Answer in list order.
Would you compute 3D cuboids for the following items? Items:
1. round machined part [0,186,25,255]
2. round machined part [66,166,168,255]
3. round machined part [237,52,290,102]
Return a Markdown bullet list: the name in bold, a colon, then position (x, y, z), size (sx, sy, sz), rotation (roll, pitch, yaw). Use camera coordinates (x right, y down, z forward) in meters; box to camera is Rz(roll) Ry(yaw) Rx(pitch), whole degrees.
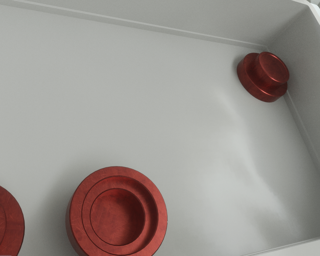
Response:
- **round machined part**: position (-0.164, 0.087, 0.253), size (0.099, 0.042, 0.098), rotation (14, 56, -21)
- **round machined part**: position (-0.045, 0.092, 0.314), size (0.099, 0.042, 0.098), rotation (14, 56, -21)
- **round machined part**: position (0.192, -0.098, 0.557), size (0.099, 0.042, 0.098), rotation (14, 56, -21)
